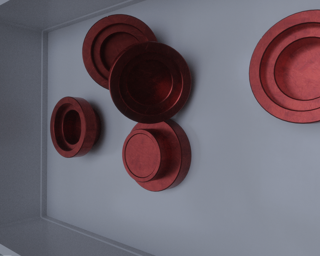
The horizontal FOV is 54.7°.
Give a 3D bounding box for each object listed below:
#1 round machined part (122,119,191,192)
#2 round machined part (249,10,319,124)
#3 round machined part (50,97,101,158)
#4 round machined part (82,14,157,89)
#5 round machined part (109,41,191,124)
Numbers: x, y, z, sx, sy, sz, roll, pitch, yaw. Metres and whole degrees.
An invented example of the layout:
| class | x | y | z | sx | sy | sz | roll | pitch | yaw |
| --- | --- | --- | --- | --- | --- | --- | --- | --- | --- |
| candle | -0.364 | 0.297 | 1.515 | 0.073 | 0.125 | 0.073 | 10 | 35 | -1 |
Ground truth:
| class | x | y | z | sx | sy | sz | roll | pitch | yaw |
| --- | --- | --- | --- | --- | --- | --- | --- | --- | --- |
| round machined part | -0.012 | 0.034 | 0.405 | 0.098 | 0.042 | 0.097 | 0 | 90 | 40 |
| round machined part | 0.136 | -0.053 | 0.283 | 0.098 | 0.042 | 0.097 | 0 | 90 | 40 |
| round machined part | -0.134 | -0.001 | 0.507 | 0.098 | 0.042 | 0.097 | 0 | 90 | 40 |
| round machined part | -0.051 | -0.099 | 0.415 | 0.099 | 0.042 | 0.097 | -1 | 104 | -4 |
| round machined part | -0.014 | -0.058 | 0.384 | 0.042 | 0.099 | 0.097 | -124 | 49 | -68 |
